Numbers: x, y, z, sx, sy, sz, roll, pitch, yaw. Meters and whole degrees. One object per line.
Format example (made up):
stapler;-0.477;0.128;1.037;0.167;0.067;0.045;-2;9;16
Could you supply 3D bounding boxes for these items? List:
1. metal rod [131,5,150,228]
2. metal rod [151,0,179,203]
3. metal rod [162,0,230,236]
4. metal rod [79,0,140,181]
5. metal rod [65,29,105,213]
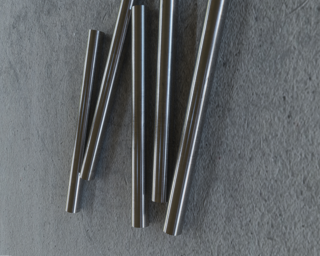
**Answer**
metal rod;-0.027;-0.016;0.427;0.025;0.025;0.298;0;90;40
metal rod;0.007;-0.055;0.398;0.025;0.025;0.298;4;93;40
metal rod;0.042;-0.015;0.370;0.025;0.025;0.298;17;101;38
metal rod;-0.077;-0.060;0.468;0.025;0.025;0.298;26;106;37
metal rod;-0.124;-0.006;0.507;0.025;0.025;0.298;16;100;39
